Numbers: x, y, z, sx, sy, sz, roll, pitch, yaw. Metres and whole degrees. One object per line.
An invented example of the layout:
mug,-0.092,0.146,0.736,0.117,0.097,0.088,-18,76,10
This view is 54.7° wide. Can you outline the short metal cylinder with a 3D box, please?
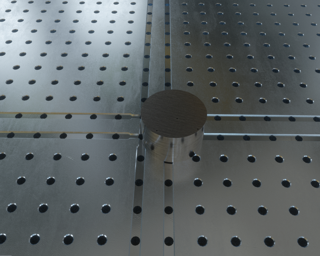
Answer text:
short metal cylinder,0.017,-0.003,0.395,0.081,0.050,0.080,0,50,0
